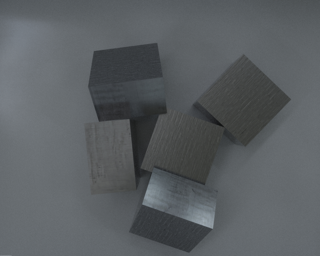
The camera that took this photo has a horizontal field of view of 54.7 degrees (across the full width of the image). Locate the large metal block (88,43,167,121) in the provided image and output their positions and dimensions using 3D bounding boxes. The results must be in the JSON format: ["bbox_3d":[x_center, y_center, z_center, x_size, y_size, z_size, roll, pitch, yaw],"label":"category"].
[{"bbox_3d":[-0.037,-0.057,0.376,0.081,0.080,0.050,-7,132,0],"label":"large metal block"}]

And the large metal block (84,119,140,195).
[{"bbox_3d":[-0.055,0.032,0.382,0.050,0.080,0.079,-6,90,0],"label":"large metal block"}]

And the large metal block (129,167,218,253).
[{"bbox_3d":[0.015,0.102,0.376,0.080,0.079,0.050,20,48,-2],"label":"large metal block"}]

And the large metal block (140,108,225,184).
[{"bbox_3d":[0.028,0.024,0.399,0.080,0.050,0.080,19,90,-1],"label":"large metal block"}]

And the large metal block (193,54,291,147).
[{"bbox_3d":[0.102,-0.034,0.399,0.080,0.050,0.080,44,90,-1],"label":"large metal block"}]
